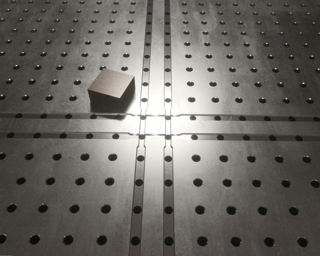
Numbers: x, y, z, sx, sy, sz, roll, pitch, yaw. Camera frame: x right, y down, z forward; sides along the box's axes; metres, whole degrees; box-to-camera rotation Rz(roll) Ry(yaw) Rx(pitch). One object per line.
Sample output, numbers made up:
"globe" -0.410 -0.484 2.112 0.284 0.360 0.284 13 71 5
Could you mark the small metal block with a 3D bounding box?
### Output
"small metal block" -0.070 -0.058 0.455 0.050 0.025 0.050 16 52 13
